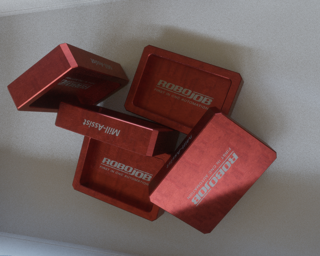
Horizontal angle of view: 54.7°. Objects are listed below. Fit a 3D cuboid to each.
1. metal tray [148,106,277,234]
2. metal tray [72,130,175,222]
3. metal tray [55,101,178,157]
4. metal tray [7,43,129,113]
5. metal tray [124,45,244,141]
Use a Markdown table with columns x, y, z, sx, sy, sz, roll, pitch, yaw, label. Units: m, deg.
| x | y | z | sx | sy | sz | roll | pitch | yaw | label |
| --- | --- | --- | --- | --- | --- | --- | --- | --- | --- |
| 0.059 | 0.052 | 0.364 | 0.090 | 0.030 | 0.130 | 34 | 103 | -13 | metal tray |
| -0.048 | 0.059 | 0.420 | 0.130 | 0.030 | 0.089 | 17 | 96 | 18 | metal tray |
| -0.051 | -0.001 | 0.390 | 0.130 | 0.090 | 0.030 | 17 | 96 | 19 | metal tray |
| -0.107 | -0.055 | 0.388 | 0.090 | 0.130 | 0.030 | -31 | 80 | 18 | metal tray |
| 0.029 | -0.043 | 0.395 | 0.130 | 0.030 | 0.089 | 22 | 97 | 18 | metal tray |
